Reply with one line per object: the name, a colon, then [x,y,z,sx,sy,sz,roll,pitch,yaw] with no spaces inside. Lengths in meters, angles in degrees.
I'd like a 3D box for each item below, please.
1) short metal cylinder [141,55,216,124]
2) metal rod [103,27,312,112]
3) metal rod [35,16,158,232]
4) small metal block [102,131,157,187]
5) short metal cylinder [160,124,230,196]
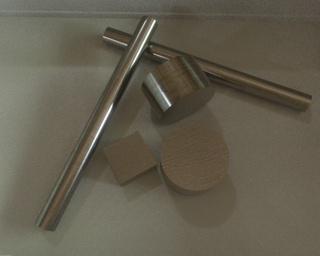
short metal cylinder: [0.023,-0.048,0.398,0.080,0.080,0.050,-27,73,-10]
metal rod: [0.061,-0.085,0.441,0.301,0.025,0.025,20,71,7]
metal rod: [-0.075,-0.016,0.399,0.025,0.025,0.299,23,77,8]
small metal block: [-0.038,0.039,0.395,0.050,0.025,0.050,-27,73,-10]
short metal cylinder: [0.040,0.041,0.382,0.081,0.050,0.080,0,70,0]
